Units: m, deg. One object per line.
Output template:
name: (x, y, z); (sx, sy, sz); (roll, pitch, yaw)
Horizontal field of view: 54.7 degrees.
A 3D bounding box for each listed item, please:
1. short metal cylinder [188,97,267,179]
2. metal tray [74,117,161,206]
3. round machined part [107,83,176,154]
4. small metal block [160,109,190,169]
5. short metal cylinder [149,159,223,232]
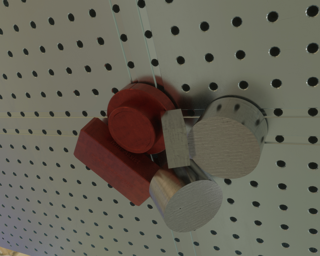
short metal cylinder: (0.078, 0.011, 0.356); (0.080, 0.050, 0.079); (13, 124, 21)
metal tray: (-0.062, 0.053, 0.453); (0.130, 0.030, 0.090); (38, 144, 1)
round machined part: (-0.028, -0.006, 0.406); (0.098, 0.042, 0.097); (13, 124, 21)
small metal block: (0.018, 0.011, 0.364); (0.025, 0.050, 0.050); (-8, 117, 1)
short metal cylinder: (0.033, 0.086, 0.398); (0.050, 0.081, 0.079); (-131, 31, -55)
